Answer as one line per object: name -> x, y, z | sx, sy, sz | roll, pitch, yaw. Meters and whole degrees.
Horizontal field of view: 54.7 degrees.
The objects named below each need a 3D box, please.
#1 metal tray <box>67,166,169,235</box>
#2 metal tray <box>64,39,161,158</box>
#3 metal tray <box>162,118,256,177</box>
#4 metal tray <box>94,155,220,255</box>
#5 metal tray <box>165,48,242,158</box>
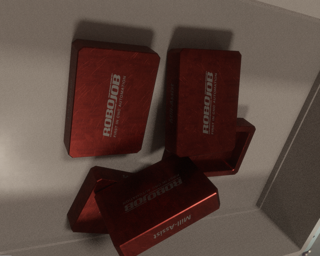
metal tray -> -0.053, 0.109, 0.445 | 0.131, 0.030, 0.090 | 18, 109, -36
metal tray -> -0.058, -0.030, 0.356 | 0.091, 0.030, 0.129 | -2, 119, -28
metal tray -> 0.073, 0.029, 0.465 | 0.131, 0.030, 0.089 | 1, 118, -29
metal tray -> -0.005, 0.089, 0.380 | 0.131, 0.090, 0.030 | -25, 128, -13
metal tray -> 0.054, -0.033, 0.392 | 0.091, 0.030, 0.129 | -5, 103, -27
